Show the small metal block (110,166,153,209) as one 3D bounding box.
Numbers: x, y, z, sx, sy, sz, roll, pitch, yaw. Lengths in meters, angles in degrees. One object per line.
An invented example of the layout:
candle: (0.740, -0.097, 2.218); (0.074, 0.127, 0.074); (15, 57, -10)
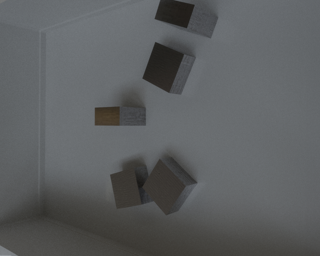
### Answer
small metal block: (-0.040, 0.084, 0.438); (0.050, 0.025, 0.050); (-21, 77, 37)

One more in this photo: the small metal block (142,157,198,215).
small metal block: (0.012, 0.073, 0.396); (0.050, 0.025, 0.050); (44, 116, 30)

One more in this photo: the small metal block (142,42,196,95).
small metal block: (0.011, -0.076, 0.396); (0.050, 0.025, 0.050); (33, 110, 34)

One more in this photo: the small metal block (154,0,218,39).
small metal block: (0.031, -0.129, 0.363); (0.050, 0.050, 0.025); (30, 109, 36)

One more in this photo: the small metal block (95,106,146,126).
small metal block: (-0.055, -0.016, 0.434); (0.050, 0.050, 0.025); (1, 91, 39)
